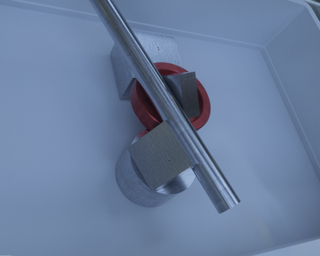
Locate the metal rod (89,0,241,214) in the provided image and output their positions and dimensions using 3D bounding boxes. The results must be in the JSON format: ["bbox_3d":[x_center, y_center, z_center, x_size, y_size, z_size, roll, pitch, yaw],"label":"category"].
[{"bbox_3d":[-0.006,-0.046,0.340,0.025,0.025,0.299,-21,73,-36],"label":"metal rod"}]

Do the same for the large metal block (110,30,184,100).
[{"bbox_3d":[-0.017,-0.085,0.430,0.081,0.050,0.080,0,62,-29],"label":"large metal block"}]

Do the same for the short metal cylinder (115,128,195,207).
[{"bbox_3d":[-0.005,0.046,0.359,0.081,0.050,0.080,14,56,-21],"label":"short metal cylinder"}]

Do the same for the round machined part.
[{"bbox_3d":[0.009,-0.029,0.380,0.099,0.042,0.098,14,56,-21],"label":"round machined part"}]

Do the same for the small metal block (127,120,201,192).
[{"bbox_3d":[0.004,0.027,0.308,0.050,0.050,0.025,59,19,14],"label":"small metal block"}]

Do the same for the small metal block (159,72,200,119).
[{"bbox_3d":[0.017,-0.037,0.359,0.025,0.050,0.050,-19,107,-39],"label":"small metal block"}]
